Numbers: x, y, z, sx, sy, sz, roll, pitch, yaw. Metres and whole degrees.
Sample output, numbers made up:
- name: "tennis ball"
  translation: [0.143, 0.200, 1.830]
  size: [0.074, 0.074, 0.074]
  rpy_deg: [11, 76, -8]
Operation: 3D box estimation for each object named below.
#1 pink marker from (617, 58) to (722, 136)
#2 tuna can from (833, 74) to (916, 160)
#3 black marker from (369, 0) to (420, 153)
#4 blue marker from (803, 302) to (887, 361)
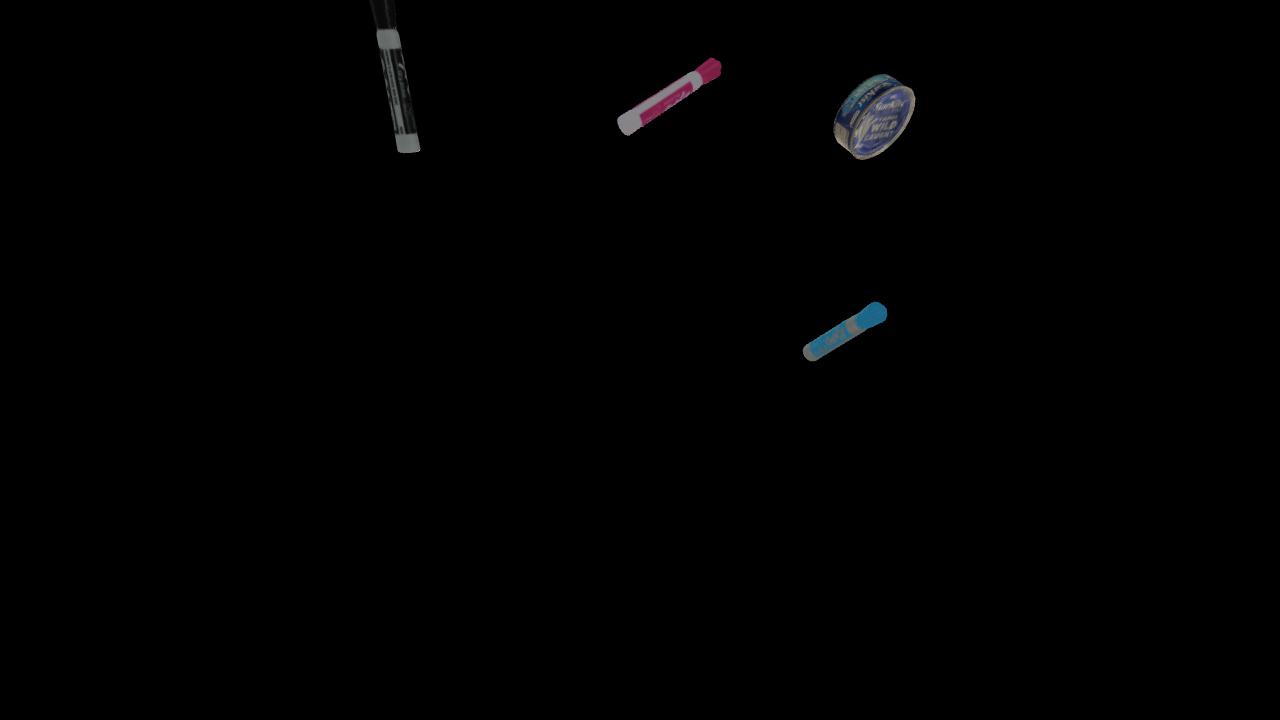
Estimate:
- name: "pink marker"
  translation: [0.031, -0.251, 0.581]
  size: [0.121, 0.020, 0.020]
  rpy_deg: [-38, 11, -14]
- name: "tuna can"
  translation: [0.254, -0.264, 0.670]
  size: [0.084, 0.034, 0.084]
  rpy_deg: [-24, -33, -16]
- name: "black marker"
  translation: [-0.199, -0.232, 0.499]
  size: [0.020, 0.121, 0.020]
  rpy_deg: [-1, 29, 0]
- name: "blue marker"
  translation: [0.186, -0.024, 0.564]
  size: [0.020, 0.020, 0.121]
  rpy_deg: [0, -17, -14]
